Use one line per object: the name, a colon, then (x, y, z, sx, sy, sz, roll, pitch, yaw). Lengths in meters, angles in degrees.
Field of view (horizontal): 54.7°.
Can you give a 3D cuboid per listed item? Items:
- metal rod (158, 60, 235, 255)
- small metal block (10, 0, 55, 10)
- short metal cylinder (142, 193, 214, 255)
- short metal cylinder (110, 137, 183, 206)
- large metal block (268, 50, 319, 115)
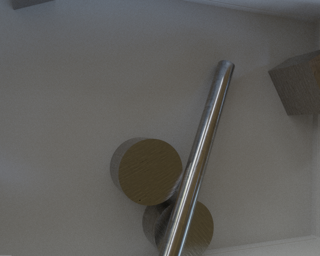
metal rod: (0.049, 0.040, 0.391, 0.025, 0.025, 0.300, 28, 66, -18)
small metal block: (-0.144, -0.158, 0.344, 0.050, 0.050, 0.025, -23, 98, -19)
short metal cylinder: (0.023, 0.128, 0.407, 0.081, 0.050, 0.079, 0, 90, -21)
short metal cylinder: (-0.018, 0.052, 0.391, 0.081, 0.050, 0.079, 0, 90, -21)
large metal block: (0.223, -0.067, 0.466, 0.050, 0.080, 0.080, -31, 101, -17)
